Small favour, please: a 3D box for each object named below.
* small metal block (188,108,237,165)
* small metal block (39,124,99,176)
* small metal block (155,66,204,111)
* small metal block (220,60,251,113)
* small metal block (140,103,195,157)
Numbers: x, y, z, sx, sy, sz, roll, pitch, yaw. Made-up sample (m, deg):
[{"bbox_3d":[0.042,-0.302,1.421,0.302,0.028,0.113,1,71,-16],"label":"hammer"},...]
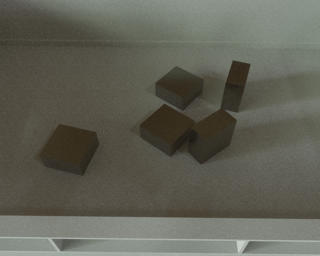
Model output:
[{"bbox_3d":[0.063,0.011,0.380,0.050,0.050,0.025,-30,56,-23],"label":"small metal block"},{"bbox_3d":[-0.110,0.026,0.382,0.050,0.025,0.050,12,51,10],"label":"small metal block"},{"bbox_3d":[0.029,-0.059,0.455,0.050,0.025,0.050,31,57,23],"label":"small metal block"},{"bbox_3d":[0.107,-0.059,0.439,0.025,0.050,0.050,15,52,12],"label":"small metal block"},{"bbox_3d":[0.010,0.002,0.403,0.050,0.025,0.050,32,57,24],"label":"small metal block"}]
